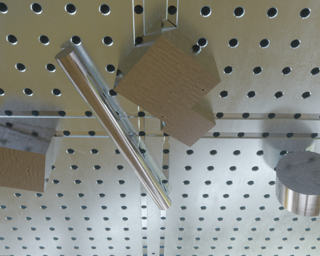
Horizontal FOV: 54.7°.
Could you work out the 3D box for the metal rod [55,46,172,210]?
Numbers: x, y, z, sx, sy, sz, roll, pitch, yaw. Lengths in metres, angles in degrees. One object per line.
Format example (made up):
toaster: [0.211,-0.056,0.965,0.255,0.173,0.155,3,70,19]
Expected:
metal rod: [-0.048,0.022,0.429,0.025,0.025,0.299,-17,128,14]

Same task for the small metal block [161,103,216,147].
small metal block: [0.036,-0.008,0.405,0.050,0.025,0.050,30,124,-24]

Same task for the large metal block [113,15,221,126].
large metal block: [0.007,-0.061,0.344,0.080,0.050,0.080,32,123,-25]

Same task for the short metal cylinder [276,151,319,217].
short metal cylinder: [0.210,0.079,0.446,0.080,0.080,0.050,-10,130,8]

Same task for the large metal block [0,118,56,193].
large metal block: [-0.193,0.039,0.425,0.081,0.050,0.079,11,129,-10]
